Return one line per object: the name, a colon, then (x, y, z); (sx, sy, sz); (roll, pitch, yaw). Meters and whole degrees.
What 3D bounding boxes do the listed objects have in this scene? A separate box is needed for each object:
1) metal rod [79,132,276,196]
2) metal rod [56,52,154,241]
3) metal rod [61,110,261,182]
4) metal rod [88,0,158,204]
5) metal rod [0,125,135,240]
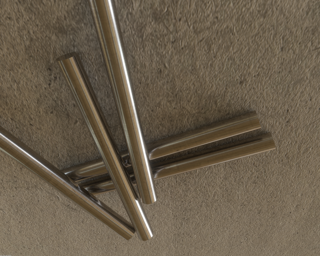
metal rod: (0.013, 0.059, 0.457); (0.301, 0.025, 0.025); (-17, 128, 13)
metal rod: (-0.062, 0.044, 0.414); (0.025, 0.025, 0.298); (-12, 120, 10)
metal rod: (-0.013, 0.033, 0.434); (0.301, 0.025, 0.025); (-18, 128, 14)
metal rod: (-0.038, -0.021, 0.367); (0.025, 0.025, 0.298); (-7, 124, 5)
metal rod: (-0.149, 0.069, 0.435); (0.025, 0.025, 0.300); (-36, 113, 26)
